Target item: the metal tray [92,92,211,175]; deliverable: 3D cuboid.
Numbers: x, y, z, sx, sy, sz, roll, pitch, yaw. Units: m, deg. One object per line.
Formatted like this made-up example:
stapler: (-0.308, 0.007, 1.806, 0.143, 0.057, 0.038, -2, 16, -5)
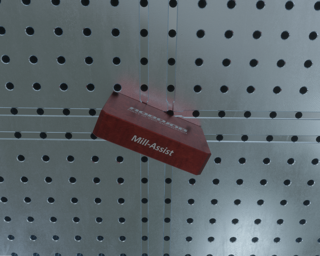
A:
metal tray: (-0.008, 0.003, 0.379, 0.131, 0.090, 0.030, 22, 109, -8)
